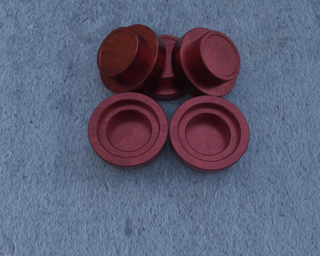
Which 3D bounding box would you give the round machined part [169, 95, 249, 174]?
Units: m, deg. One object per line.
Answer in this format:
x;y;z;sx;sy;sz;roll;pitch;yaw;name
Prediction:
0.060;0.011;0.397;0.099;0.042;0.098;0;70;-1;round machined part

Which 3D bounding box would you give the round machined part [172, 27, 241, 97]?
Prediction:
0.068;-0.088;0.410;0.099;0.042;0.098;8;74;-30;round machined part

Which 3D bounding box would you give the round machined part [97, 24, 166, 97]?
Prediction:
-0.044;-0.093;0.408;0.098;0.042;0.098;-10;71;31;round machined part

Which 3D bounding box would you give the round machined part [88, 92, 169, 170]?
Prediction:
-0.039;0.006;0.397;0.099;0.042;0.098;0;70;-1;round machined part

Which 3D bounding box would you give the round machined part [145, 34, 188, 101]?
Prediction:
0.007;-0.090;0.433;0.099;0.042;0.098;0;70;-1;round machined part
